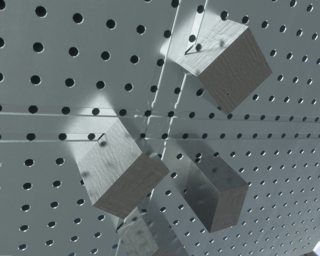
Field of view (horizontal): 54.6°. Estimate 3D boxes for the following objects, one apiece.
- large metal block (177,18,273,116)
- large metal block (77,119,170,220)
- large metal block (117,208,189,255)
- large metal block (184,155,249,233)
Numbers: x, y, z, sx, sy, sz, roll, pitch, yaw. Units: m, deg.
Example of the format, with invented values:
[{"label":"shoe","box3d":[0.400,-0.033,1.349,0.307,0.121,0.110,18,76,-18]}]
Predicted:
[{"label":"large metal block","box3d":[0.083,-0.076,0.392,0.080,0.050,0.080,-44,129,2]},{"label":"large metal block","box3d":[-0.047,0.048,0.379,0.080,0.080,0.050,-47,129,5]},{"label":"large metal block","box3d":[-0.010,0.182,0.482,0.050,0.080,0.080,-48,129,6]},{"label":"large metal block","box3d":[0.084,0.100,0.482,0.050,0.080,0.079,-7,122,-25]}]
